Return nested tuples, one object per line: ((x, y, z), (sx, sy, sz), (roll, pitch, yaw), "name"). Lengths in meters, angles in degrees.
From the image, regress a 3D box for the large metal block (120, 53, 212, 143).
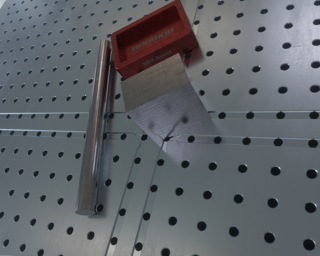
((0.008, -0.034, 0.390), (0.080, 0.080, 0.050), (-25, 53, 13), "large metal block")

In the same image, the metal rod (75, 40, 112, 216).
((-0.096, -0.020, 0.470), (0.025, 0.025, 0.299), (-14, 56, 20), "metal rod")

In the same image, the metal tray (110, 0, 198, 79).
((-0.013, -0.142, 0.498), (0.130, 0.030, 0.090), (-23, 53, 14), "metal tray")
